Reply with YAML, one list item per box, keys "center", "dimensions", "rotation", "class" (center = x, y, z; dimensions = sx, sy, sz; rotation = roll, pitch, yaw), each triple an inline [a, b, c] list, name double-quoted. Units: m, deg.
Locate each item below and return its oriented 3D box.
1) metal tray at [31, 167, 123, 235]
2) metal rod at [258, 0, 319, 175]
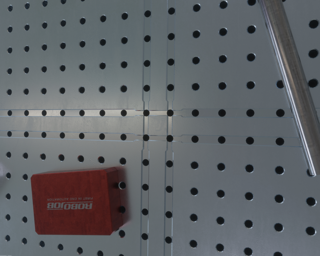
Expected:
- center: [-0.124, 0.107, 0.454]
  dimensions: [0.130, 0.030, 0.089]
  rotation: [-7, 88, 19]
  class: "metal tray"
- center: [0.145, -0.094, 0.361]
  dimensions: [0.025, 0.025, 0.298]
  rotation: [-16, 85, 19]
  class: "metal rod"
